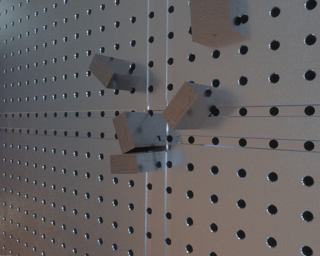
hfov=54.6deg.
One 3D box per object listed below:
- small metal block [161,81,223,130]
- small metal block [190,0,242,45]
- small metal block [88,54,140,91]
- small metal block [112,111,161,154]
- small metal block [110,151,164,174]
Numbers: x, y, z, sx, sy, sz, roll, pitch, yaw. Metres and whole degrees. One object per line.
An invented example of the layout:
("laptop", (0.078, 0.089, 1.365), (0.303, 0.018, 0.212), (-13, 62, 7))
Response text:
("small metal block", (0.037, -0.024, 0.363), (0.025, 0.050, 0.050), (52, 120, 27))
("small metal block", (0.064, -0.128, 0.358), (0.050, 0.025, 0.050), (-5, 87, 40))
("small metal block", (-0.066, -0.080, 0.449), (0.050, 0.050, 0.025), (47, 118, 30))
("small metal block", (-0.031, 0.006, 0.420), (0.025, 0.050, 0.050), (-29, 72, 36))
("small metal block", (-0.031, 0.047, 0.420), (0.050, 0.050, 0.025), (-7, 86, 40))
